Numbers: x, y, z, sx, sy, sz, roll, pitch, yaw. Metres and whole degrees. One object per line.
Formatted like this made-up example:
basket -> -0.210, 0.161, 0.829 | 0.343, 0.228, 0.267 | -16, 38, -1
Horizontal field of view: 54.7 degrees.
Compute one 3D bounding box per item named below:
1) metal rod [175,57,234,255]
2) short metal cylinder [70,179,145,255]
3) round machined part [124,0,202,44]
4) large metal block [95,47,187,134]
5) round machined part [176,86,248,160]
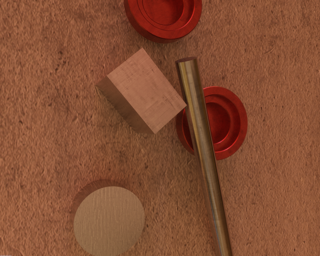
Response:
metal rod -> 0.063, 0.060, 0.394 | 0.025, 0.025, 0.298 | -21, 112, -19
short metal cylinder -> -0.064, 0.105, 0.372 | 0.081, 0.050, 0.080 | 0, 90, -20
round machined part -> 0.001, -0.158, 0.400 | 0.099, 0.042, 0.097 | 0, 90, -20
large metal block -> -0.026, -0.040, 0.370 | 0.050, 0.080, 0.080 | -43, 104, -15
round machined part -> 0.067, -0.006, 0.425 | 0.099, 0.042, 0.097 | 0, 90, -20
